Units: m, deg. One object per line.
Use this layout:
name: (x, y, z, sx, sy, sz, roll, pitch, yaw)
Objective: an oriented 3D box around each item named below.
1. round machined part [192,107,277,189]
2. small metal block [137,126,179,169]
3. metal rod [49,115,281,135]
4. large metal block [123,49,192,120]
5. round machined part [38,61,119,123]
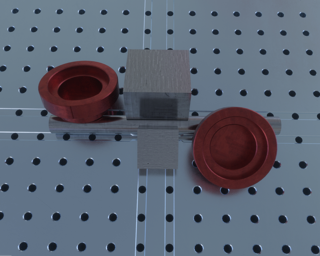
round machined part: (0.088, 0.022, 0.382, 0.099, 0.042, 0.097, 0, 95, 0)
small metal block: (-0.003, 0.024, 0.392, 0.050, 0.025, 0.050, 1, 99, 0)
metal rod: (0.007, -0.004, 0.414, 0.302, 0.025, 0.025, 1, 70, 0)
large metal block: (-0.003, -0.058, 0.407, 0.081, 0.050, 0.080, 1, 52, 0)
round machined part: (-0.102, -0.044, 0.404, 0.099, 0.042, 0.098, 0, 44, 0)
